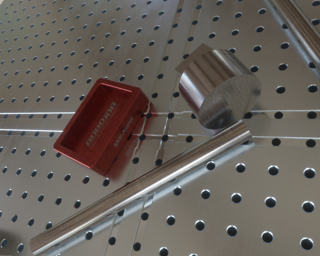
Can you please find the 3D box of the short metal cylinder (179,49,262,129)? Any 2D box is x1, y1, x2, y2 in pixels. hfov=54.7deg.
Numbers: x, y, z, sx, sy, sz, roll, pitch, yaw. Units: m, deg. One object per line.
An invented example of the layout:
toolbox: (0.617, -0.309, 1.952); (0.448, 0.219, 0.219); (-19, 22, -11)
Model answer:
short metal cylinder: (0.069, -0.044, 0.363); (0.080, 0.080, 0.050); (-34, 52, 6)

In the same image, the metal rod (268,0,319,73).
metal rod: (0.178, -0.129, 0.393); (0.025, 0.025, 0.299); (-23, 53, 14)

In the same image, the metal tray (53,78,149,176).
metal tray: (-0.085, -0.007, 0.451); (0.090, 0.030, 0.130); (19, 71, 35)

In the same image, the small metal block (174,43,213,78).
small metal block: (0.054, -0.074, 0.408); (0.050, 0.050, 0.025); (-43, 51, -2)

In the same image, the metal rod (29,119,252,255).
metal rod: (-0.029, 0.076, 0.375); (0.300, 0.025, 0.025); (-31, 52, 8)
